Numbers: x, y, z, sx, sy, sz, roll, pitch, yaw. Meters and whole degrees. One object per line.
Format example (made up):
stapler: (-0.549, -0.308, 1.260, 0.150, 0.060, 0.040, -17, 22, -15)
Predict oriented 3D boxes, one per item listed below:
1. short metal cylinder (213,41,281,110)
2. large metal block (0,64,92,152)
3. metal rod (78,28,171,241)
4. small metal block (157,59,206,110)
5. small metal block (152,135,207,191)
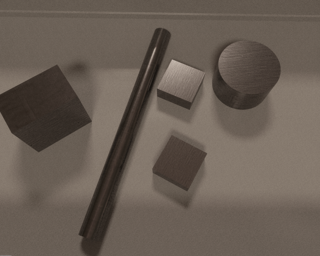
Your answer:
short metal cylinder: (0.116, -0.071, 0.424, 0.081, 0.050, 0.080, 0, 70, 0)
large metal block: (-0.141, -0.021, 0.386, 0.080, 0.080, 0.050, -32, 74, -11)
metal rod: (-0.040, -0.006, 0.411, 0.025, 0.025, 0.299, 16, 71, 5)
small metal block: (0.029, -0.060, 0.432, 0.050, 0.025, 0.050, 24, 72, 8)
small metal block: (0.025, 0.045, 0.394, 0.050, 0.025, 0.050, 28, 72, 9)
